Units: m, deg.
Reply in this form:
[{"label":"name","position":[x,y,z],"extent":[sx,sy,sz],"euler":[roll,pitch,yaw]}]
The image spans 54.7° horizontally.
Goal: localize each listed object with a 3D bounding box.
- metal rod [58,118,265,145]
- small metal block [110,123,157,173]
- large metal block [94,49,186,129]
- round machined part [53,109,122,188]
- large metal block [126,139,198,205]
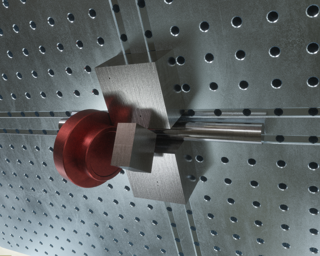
[{"label":"metal rod","position":[-0.017,0.001,0.421],"extent":[0.300,0.025,0.025],"euler":[2,120,27]},{"label":"small metal block","position":[-0.030,0.025,0.369],"extent":[0.025,0.050,0.050],"euler":[1,75,28]},{"label":"large metal block","position":[-0.022,-0.046,0.378],"extent":[0.080,0.050,0.080],"euler":[1,119,28]},{"label":"round machined part","position":[-0.077,0.028,0.384],"extent":[0.042,0.099,0.097],"euler":[13,125,38]},{"label":"large metal block","position":[0.001,0.053,0.428],"extent":[0.080,0.050,0.080],"euler":[1,119,27]}]
